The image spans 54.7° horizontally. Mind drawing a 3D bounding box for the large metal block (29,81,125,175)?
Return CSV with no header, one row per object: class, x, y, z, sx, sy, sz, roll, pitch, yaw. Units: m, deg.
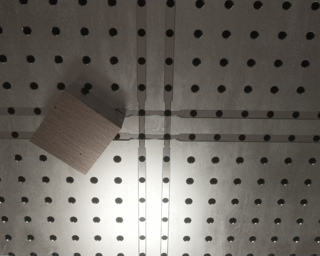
large metal block,-0.103,0.000,0.399,0.080,0.050,0.080,35,106,-13
